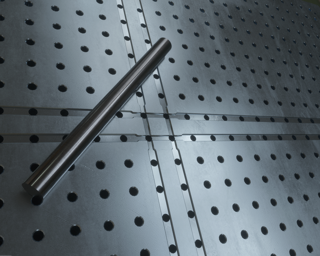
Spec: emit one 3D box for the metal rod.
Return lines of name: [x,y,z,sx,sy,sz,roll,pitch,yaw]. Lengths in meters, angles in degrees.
metal rod: [-0.059,-0.035,0.397,0.025,0.025,0.301,37,51,-4]
